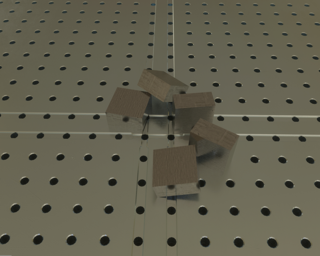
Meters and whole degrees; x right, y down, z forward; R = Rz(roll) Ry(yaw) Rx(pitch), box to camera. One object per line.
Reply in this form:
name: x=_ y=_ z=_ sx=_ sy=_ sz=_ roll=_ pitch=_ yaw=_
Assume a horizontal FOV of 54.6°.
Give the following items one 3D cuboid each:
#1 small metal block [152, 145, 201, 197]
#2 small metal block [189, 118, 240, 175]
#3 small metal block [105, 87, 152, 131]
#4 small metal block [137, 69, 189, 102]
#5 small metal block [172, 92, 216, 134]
small metal block: x=0.019 y=0.050 z=0.360 sx=0.050 sy=0.025 sz=0.050 roll=-8 pitch=50 yaw=10
small metal block: x=0.062 y=0.022 z=0.373 sx=0.050 sy=0.050 sz=0.025 roll=26 pitch=54 yaw=20
small metal block: x=-0.042 y=-0.027 z=0.431 sx=0.050 sy=0.025 sz=0.050 roll=10 pitch=51 yaw=8
small metal block: x=0.005 y=-0.060 z=0.443 sx=0.050 sy=0.025 sz=0.050 roll=35 pitch=23 yaw=26
small metal block: x=0.043 y=-0.019 z=0.408 sx=0.050 sy=0.050 sz=0.025 roll=-5 pitch=50 yaw=-4
